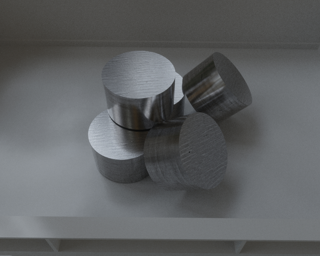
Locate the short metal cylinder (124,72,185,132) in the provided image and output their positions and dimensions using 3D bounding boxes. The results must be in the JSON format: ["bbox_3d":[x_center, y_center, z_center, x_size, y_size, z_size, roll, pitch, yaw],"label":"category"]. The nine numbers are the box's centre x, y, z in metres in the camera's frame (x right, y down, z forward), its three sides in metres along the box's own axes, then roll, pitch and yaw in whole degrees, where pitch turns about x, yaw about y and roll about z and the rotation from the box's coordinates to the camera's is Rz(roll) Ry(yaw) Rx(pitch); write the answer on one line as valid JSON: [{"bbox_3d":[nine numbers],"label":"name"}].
[{"bbox_3d":[-0.007,-0.038,0.418,0.081,0.050,0.080,0,50,0],"label":"short metal cylinder"}]

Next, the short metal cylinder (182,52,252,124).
[{"bbox_3d":[0.075,-0.051,0.404,0.080,0.050,0.080,33,38,-31],"label":"short metal cylinder"}]

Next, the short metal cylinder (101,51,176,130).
[{"bbox_3d":[-0.023,-0.044,0.357,0.081,0.050,0.080,0,50,0],"label":"short metal cylinder"}]

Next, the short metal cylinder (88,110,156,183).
[{"bbox_3d":[-0.041,0.019,0.371,0.081,0.050,0.080,0,50,0],"label":"short metal cylinder"}]

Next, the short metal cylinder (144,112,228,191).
[{"bbox_3d":[0.029,0.027,0.336,0.050,0.080,0.080,-15,35,44],"label":"short metal cylinder"}]
